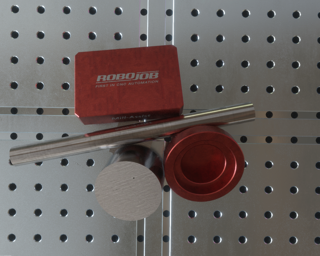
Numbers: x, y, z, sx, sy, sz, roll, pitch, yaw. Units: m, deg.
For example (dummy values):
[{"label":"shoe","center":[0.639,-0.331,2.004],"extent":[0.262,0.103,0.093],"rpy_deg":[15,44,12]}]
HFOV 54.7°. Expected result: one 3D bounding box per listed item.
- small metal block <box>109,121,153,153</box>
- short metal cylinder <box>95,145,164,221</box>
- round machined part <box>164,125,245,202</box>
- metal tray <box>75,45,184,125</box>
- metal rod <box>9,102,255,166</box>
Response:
[{"label":"small metal block","center":[-0.036,0.015,0.421],"extent":[0.050,0.025,0.050],"rpy_deg":[18,90,-1]},{"label":"short metal cylinder","center":[-0.035,0.068,0.389],"extent":[0.080,0.050,0.079],"rpy_deg":[1,109,5]},{"label":"round machined part","center":[0.053,0.041,0.394],"extent":[0.099,0.042,0.097],"rpy_deg":[-2,112,-4]},{"label":"metal tray","center":[-0.040,-0.056,0.396],"extent":[0.131,0.030,0.090],"rpy_deg":[-5,71,-1]},{"label":"metal rod","center":[-0.033,0.007,0.387],"extent":[0.302,0.025,0.025],"rpy_deg":[-11,90,-1]}]
